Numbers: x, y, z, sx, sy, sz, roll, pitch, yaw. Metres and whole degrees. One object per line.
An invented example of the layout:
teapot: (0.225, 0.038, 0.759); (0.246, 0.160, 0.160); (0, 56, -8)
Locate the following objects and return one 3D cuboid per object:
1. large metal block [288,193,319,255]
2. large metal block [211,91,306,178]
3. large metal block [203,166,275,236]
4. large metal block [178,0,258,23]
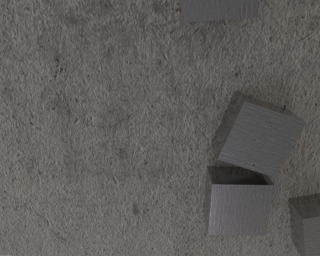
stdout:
large metal block: (0.240, 0.143, 0.451); (0.080, 0.050, 0.080); (-11, 110, 4)
large metal block: (0.123, 0.007, 0.400); (0.080, 0.050, 0.079); (18, 109, -7)
large metal block: (0.106, 0.101, 0.435); (0.081, 0.050, 0.079); (1, 110, -1)
large metal block: (0.061, -0.160, 0.338); (0.080, 0.050, 0.079); (-4, 110, 1)
